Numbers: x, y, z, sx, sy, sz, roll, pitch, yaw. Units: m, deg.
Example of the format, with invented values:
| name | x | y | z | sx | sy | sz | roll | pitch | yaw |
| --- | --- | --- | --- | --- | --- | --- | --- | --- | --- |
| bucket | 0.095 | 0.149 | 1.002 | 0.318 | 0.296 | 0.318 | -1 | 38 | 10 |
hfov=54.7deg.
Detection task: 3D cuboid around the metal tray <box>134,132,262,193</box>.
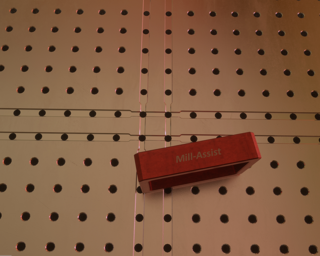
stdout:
| name | x | y | z | sx | sy | sz | roll | pitch | yaw |
| --- | --- | --- | --- | --- | --- | --- | --- | --- | --- |
| metal tray | 0.039 | 0.043 | 0.361 | 0.131 | 0.090 | 0.030 | -10 | 71 | -4 |
